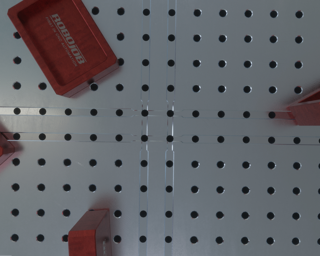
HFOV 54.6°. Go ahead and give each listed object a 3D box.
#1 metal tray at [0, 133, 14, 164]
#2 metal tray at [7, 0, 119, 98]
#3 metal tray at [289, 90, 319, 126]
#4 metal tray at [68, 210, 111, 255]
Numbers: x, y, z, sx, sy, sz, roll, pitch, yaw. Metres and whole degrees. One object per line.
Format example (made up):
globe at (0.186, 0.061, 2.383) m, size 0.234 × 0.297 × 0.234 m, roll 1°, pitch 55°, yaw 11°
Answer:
metal tray at (-0.275, 0.041, 0.409) m, size 0.130 × 0.030 × 0.090 m, roll -42°, pitch 90°, yaw 0°
metal tray at (-0.125, -0.117, 0.409) m, size 0.090 × 0.030 × 0.130 m, roll -31°, pitch 90°, yaw 0°
metal tray at (0.239, -0.046, 0.382) m, size 0.130 × 0.090 × 0.030 m, roll -29°, pitch 90°, yaw 0°
metal tray at (-0.081, 0.177, 0.380) m, size 0.030 × 0.090 × 0.129 m, roll -4°, pitch 90°, yaw 0°
